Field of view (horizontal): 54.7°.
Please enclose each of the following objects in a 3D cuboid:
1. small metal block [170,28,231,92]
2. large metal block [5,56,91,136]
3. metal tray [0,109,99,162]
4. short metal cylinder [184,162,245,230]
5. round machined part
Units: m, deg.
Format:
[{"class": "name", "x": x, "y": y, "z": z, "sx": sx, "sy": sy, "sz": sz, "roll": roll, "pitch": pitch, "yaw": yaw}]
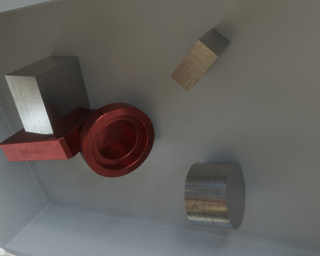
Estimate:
[{"class": "small metal block", "x": 0.043, "y": -0.072, "z": 0.325, "sx": 0.025, "sy": 0.050, "sz": 0.050, "roll": 40, "pitch": 129, "yaw": 0}, {"class": "large metal block", "x": -0.147, "y": -0.046, "z": 0.419, "sx": 0.050, "sy": 0.080, "sz": 0.079, "roll": 7, "pitch": 121, "yaw": 24}, {"class": "metal tray", "x": -0.154, "y": 0.010, "z": 0.451, "sx": 0.130, "sy": 0.090, "sz": 0.030, "roll": -5, "pitch": 116, "yaw": 30}, {"class": "short metal cylinder", "x": 0.071, "y": 0.083, "z": 0.386, "sx": 0.050, "sy": 0.080, "sz": 0.080, "roll": -4, "pitch": 116, "yaw": 30}, {"class": "round machined part", "x": -0.060, "y": 0.012, "z": 0.411, "sx": 0.042, "sy": 0.099, "sz": 0.097, "roll": 33, "pitch": 138, "yaw": 51}]
